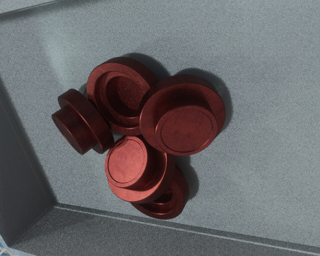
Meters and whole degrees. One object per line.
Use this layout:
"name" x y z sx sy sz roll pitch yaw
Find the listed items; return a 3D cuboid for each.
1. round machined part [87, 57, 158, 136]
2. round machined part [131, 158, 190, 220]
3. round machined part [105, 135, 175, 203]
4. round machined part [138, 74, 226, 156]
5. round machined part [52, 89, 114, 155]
"round machined part" -0.039 -0.042 0.389 0.098 0.042 0.097 13 124 21
"round machined part" -0.003 0.081 0.447 0.098 0.042 0.097 13 124 21
"round machined part" -0.033 0.047 0.405 0.098 0.098 0.042 -6 159 31
"round machined part" 0.026 -0.007 0.348 0.099 0.042 0.097 -4 125 -6
"round machined part" -0.110 -0.002 0.424 0.098 0.042 0.098 41 156 23
